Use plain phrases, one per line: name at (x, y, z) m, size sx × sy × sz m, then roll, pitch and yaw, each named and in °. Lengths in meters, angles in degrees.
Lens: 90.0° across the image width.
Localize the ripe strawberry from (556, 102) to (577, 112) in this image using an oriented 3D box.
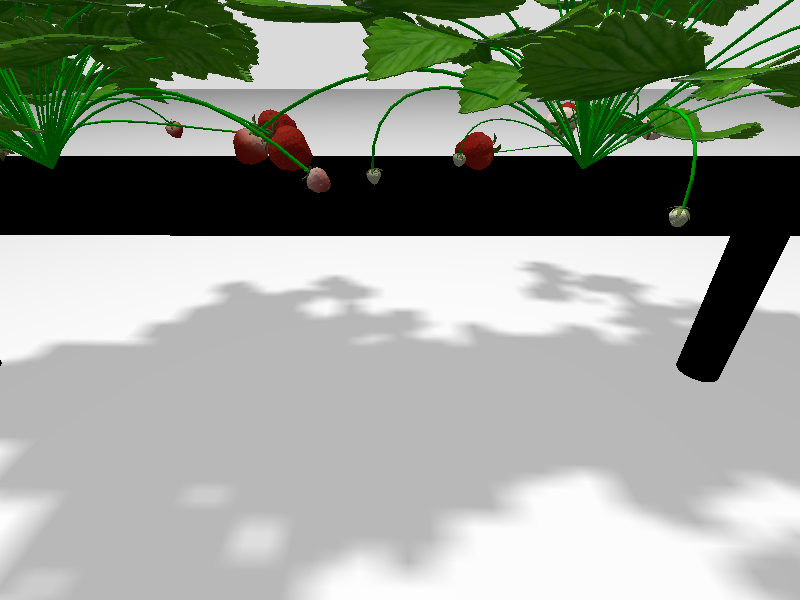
ripe strawberry at (0.221, -0.244, 0.537) m, size 0.033 × 0.038 × 0.036 m, roll 8°, pitch 30°, yaw 13°

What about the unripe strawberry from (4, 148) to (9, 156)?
unripe strawberry at (-0.383, -0.144, 0.379) m, size 0.019 × 0.017 × 0.019 m, roll 15°, pitch 33°, yaw 26°

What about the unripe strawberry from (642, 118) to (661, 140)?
unripe strawberry at (0.304, -0.205, 0.479) m, size 0.028 × 0.026 × 0.026 m, roll 23°, pitch 36°, yaw 35°

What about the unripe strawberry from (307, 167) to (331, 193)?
unripe strawberry at (-0.053, -0.077, 0.262) m, size 0.016 × 0.016 × 0.014 m, roll 37°, pitch 34°, yaw -1°

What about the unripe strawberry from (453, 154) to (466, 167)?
unripe strawberry at (0.047, -0.111, 0.318) m, size 0.010 × 0.010 × 0.009 m, roll -5°, pitch 30°, yaw -8°

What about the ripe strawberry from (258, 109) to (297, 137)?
ripe strawberry at (-0.121, -0.169, 0.400) m, size 0.038 × 0.040 × 0.035 m, roll -12°, pitch 32°, yaw -22°

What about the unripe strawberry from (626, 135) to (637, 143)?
unripe strawberry at (0.249, -0.175, 0.431) m, size 0.011 × 0.011 × 0.011 m, roll 22°, pitch 36°, yaw 34°

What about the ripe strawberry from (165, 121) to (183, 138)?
ripe strawberry at (-0.283, -0.213, 0.504) m, size 0.019 × 0.020 × 0.020 m, roll 2°, pitch -18°, yaw 3°

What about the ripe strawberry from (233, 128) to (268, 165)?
ripe strawberry at (-0.133, -0.134, 0.355) m, size 0.030 × 0.031 × 0.029 m, roll 37°, pitch 26°, yaw -14°

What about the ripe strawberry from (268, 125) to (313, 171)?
ripe strawberry at (-0.090, -0.124, 0.332) m, size 0.035 × 0.035 × 0.033 m, roll 31°, pitch 25°, yaw -16°

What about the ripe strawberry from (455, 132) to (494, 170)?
ripe strawberry at (0.060, -0.121, 0.325) m, size 0.030 × 0.029 × 0.033 m, roll -3°, pitch 29°, yaw -4°

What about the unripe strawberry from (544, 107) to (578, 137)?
unripe strawberry at (0.200, -0.222, 0.498) m, size 0.040 × 0.034 × 0.040 m, roll 6°, pitch 29°, yaw 11°

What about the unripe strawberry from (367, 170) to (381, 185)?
unripe strawberry at (-0.018, -0.085, 0.277) m, size 0.010 × 0.010 × 0.011 m, roll -11°, pitch 31°, yaw -18°

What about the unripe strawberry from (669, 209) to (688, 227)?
unripe strawberry at (0.139, -0.041, 0.201) m, size 0.009 × 0.010 × 0.010 m, roll 3°, pitch 29°, yaw 5°
